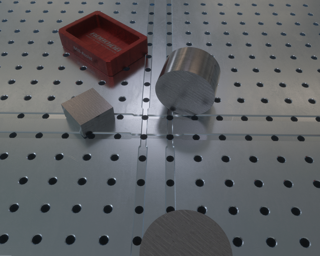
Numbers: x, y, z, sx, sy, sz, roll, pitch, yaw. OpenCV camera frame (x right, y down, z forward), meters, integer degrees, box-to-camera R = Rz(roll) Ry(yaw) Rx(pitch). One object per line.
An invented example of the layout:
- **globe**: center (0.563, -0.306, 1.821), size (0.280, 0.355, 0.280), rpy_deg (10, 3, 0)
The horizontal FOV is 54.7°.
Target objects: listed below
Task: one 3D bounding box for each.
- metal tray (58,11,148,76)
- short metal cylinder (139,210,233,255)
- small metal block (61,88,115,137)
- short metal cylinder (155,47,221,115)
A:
- **metal tray**: center (-0.096, -0.148, 0.527), size (0.130, 0.030, 0.090), rpy_deg (35, 58, 25)
- **short metal cylinder**: center (0.023, 0.124, 0.287), size (0.081, 0.050, 0.080), rpy_deg (0, 50, 0)
- **small metal block**: center (-0.098, -0.022, 0.426), size (0.050, 0.025, 0.050), rpy_deg (-33, 58, -25)
- **short metal cylinder**: center (0.039, -0.063, 0.425), size (0.080, 0.080, 0.050), rpy_deg (12, 51, 10)
